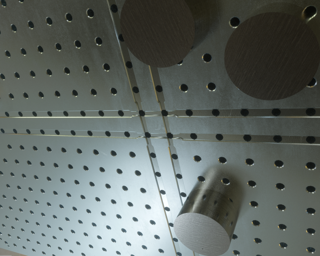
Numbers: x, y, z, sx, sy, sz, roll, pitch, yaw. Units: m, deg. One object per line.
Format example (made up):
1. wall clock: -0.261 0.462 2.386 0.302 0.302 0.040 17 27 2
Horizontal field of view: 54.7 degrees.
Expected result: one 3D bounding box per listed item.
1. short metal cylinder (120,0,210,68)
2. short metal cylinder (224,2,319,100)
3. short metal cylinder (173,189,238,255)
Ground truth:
1. short metal cylinder: 0.006 -0.109 0.323 0.080 0.050 0.079 13 124 20
2. short metal cylinder: 0.107 -0.073 0.293 0.080 0.050 0.079 13 124 20
3. short metal cylinder: 0.066 0.135 0.443 0.080 0.050 0.079 13 124 20
